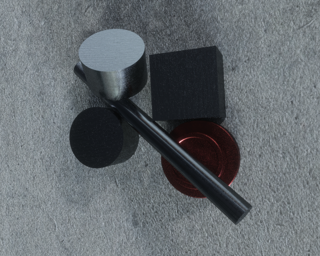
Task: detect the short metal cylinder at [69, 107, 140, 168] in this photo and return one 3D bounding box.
[{"bbox_3d":[-0.075,0.012,0.424,0.080,0.050,0.080,0,90,20],"label":"short metal cylinder"}]

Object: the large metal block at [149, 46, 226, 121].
[{"bbox_3d":[0.035,-0.050,0.382,0.080,0.050,0.080,-3,89,20],"label":"large metal block"}]

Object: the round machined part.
[{"bbox_3d":[0.047,0.039,0.384,0.098,0.042,0.097,0,90,20],"label":"round machined part"}]

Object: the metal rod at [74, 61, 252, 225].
[{"bbox_3d":[-0.015,0.000,0.380,0.300,0.025,0.025,41,103,28],"label":"metal rod"}]

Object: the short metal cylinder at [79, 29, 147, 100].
[{"bbox_3d":[-0.058,-0.082,0.397,0.080,0.050,0.080,-1,53,2],"label":"short metal cylinder"}]
